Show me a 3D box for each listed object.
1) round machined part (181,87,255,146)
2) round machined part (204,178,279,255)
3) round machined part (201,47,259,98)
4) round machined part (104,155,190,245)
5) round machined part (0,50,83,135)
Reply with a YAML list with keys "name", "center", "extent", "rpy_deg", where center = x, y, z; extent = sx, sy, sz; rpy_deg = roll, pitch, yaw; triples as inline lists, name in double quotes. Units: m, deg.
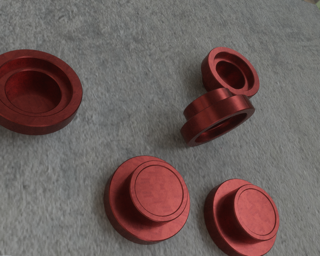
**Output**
- name: "round machined part"
  center: [0.070, -0.017, 0.407]
  extent: [0.099, 0.097, 0.042]
  rpy_deg: [-15, 70, -34]
- name: "round machined part"
  center: [0.108, 0.109, 0.387]
  extent: [0.099, 0.042, 0.098]
  rpy_deg: [14, 56, -21]
- name: "round machined part"
  center: [0.108, -0.080, 0.503]
  extent: [0.099, 0.042, 0.098]
  rpy_deg: [14, 56, -21]
- name: "round machined part"
  center: [-0.009, 0.075, 0.344]
  extent: [0.099, 0.042, 0.098]
  rpy_deg: [14, 56, -21]
- name: "round machined part"
  center: [-0.139, -0.035, 0.340]
  extent: [0.099, 0.042, 0.098]
  rpy_deg: [14, 56, -21]
